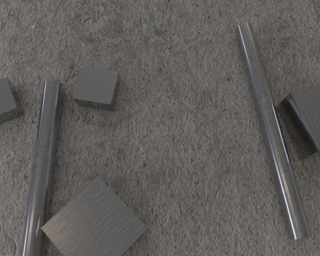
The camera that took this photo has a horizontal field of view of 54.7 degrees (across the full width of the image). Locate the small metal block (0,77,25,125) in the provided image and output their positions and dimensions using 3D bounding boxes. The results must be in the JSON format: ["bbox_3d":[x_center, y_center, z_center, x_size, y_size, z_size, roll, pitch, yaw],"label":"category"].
[{"bbox_3d":[-0.220,-0.033,0.419,0.050,0.025,0.050,-24,72,-9],"label":"small metal block"}]

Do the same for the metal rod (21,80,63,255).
[{"bbox_3d":[-0.146,0.080,0.377,0.025,0.025,0.299,0,70,0],"label":"metal rod"}]

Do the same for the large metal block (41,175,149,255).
[{"bbox_3d":[-0.070,0.115,0.352,0.080,0.050,0.080,43,75,14],"label":"large metal block"}]

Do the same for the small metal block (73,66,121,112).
[{"bbox_3d":[-0.085,-0.054,0.427,0.050,0.025,0.050,9,70,3],"label":"small metal block"}]

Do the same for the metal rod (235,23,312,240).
[{"bbox_3d":[0.145,-0.010,0.413,0.025,0.025,0.299,-7,70,-3],"label":"metal rod"}]

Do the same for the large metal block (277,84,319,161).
[{"bbox_3d":[0.213,-0.011,0.401,0.081,0.050,0.080,-14,71,-5],"label":"large metal block"}]
